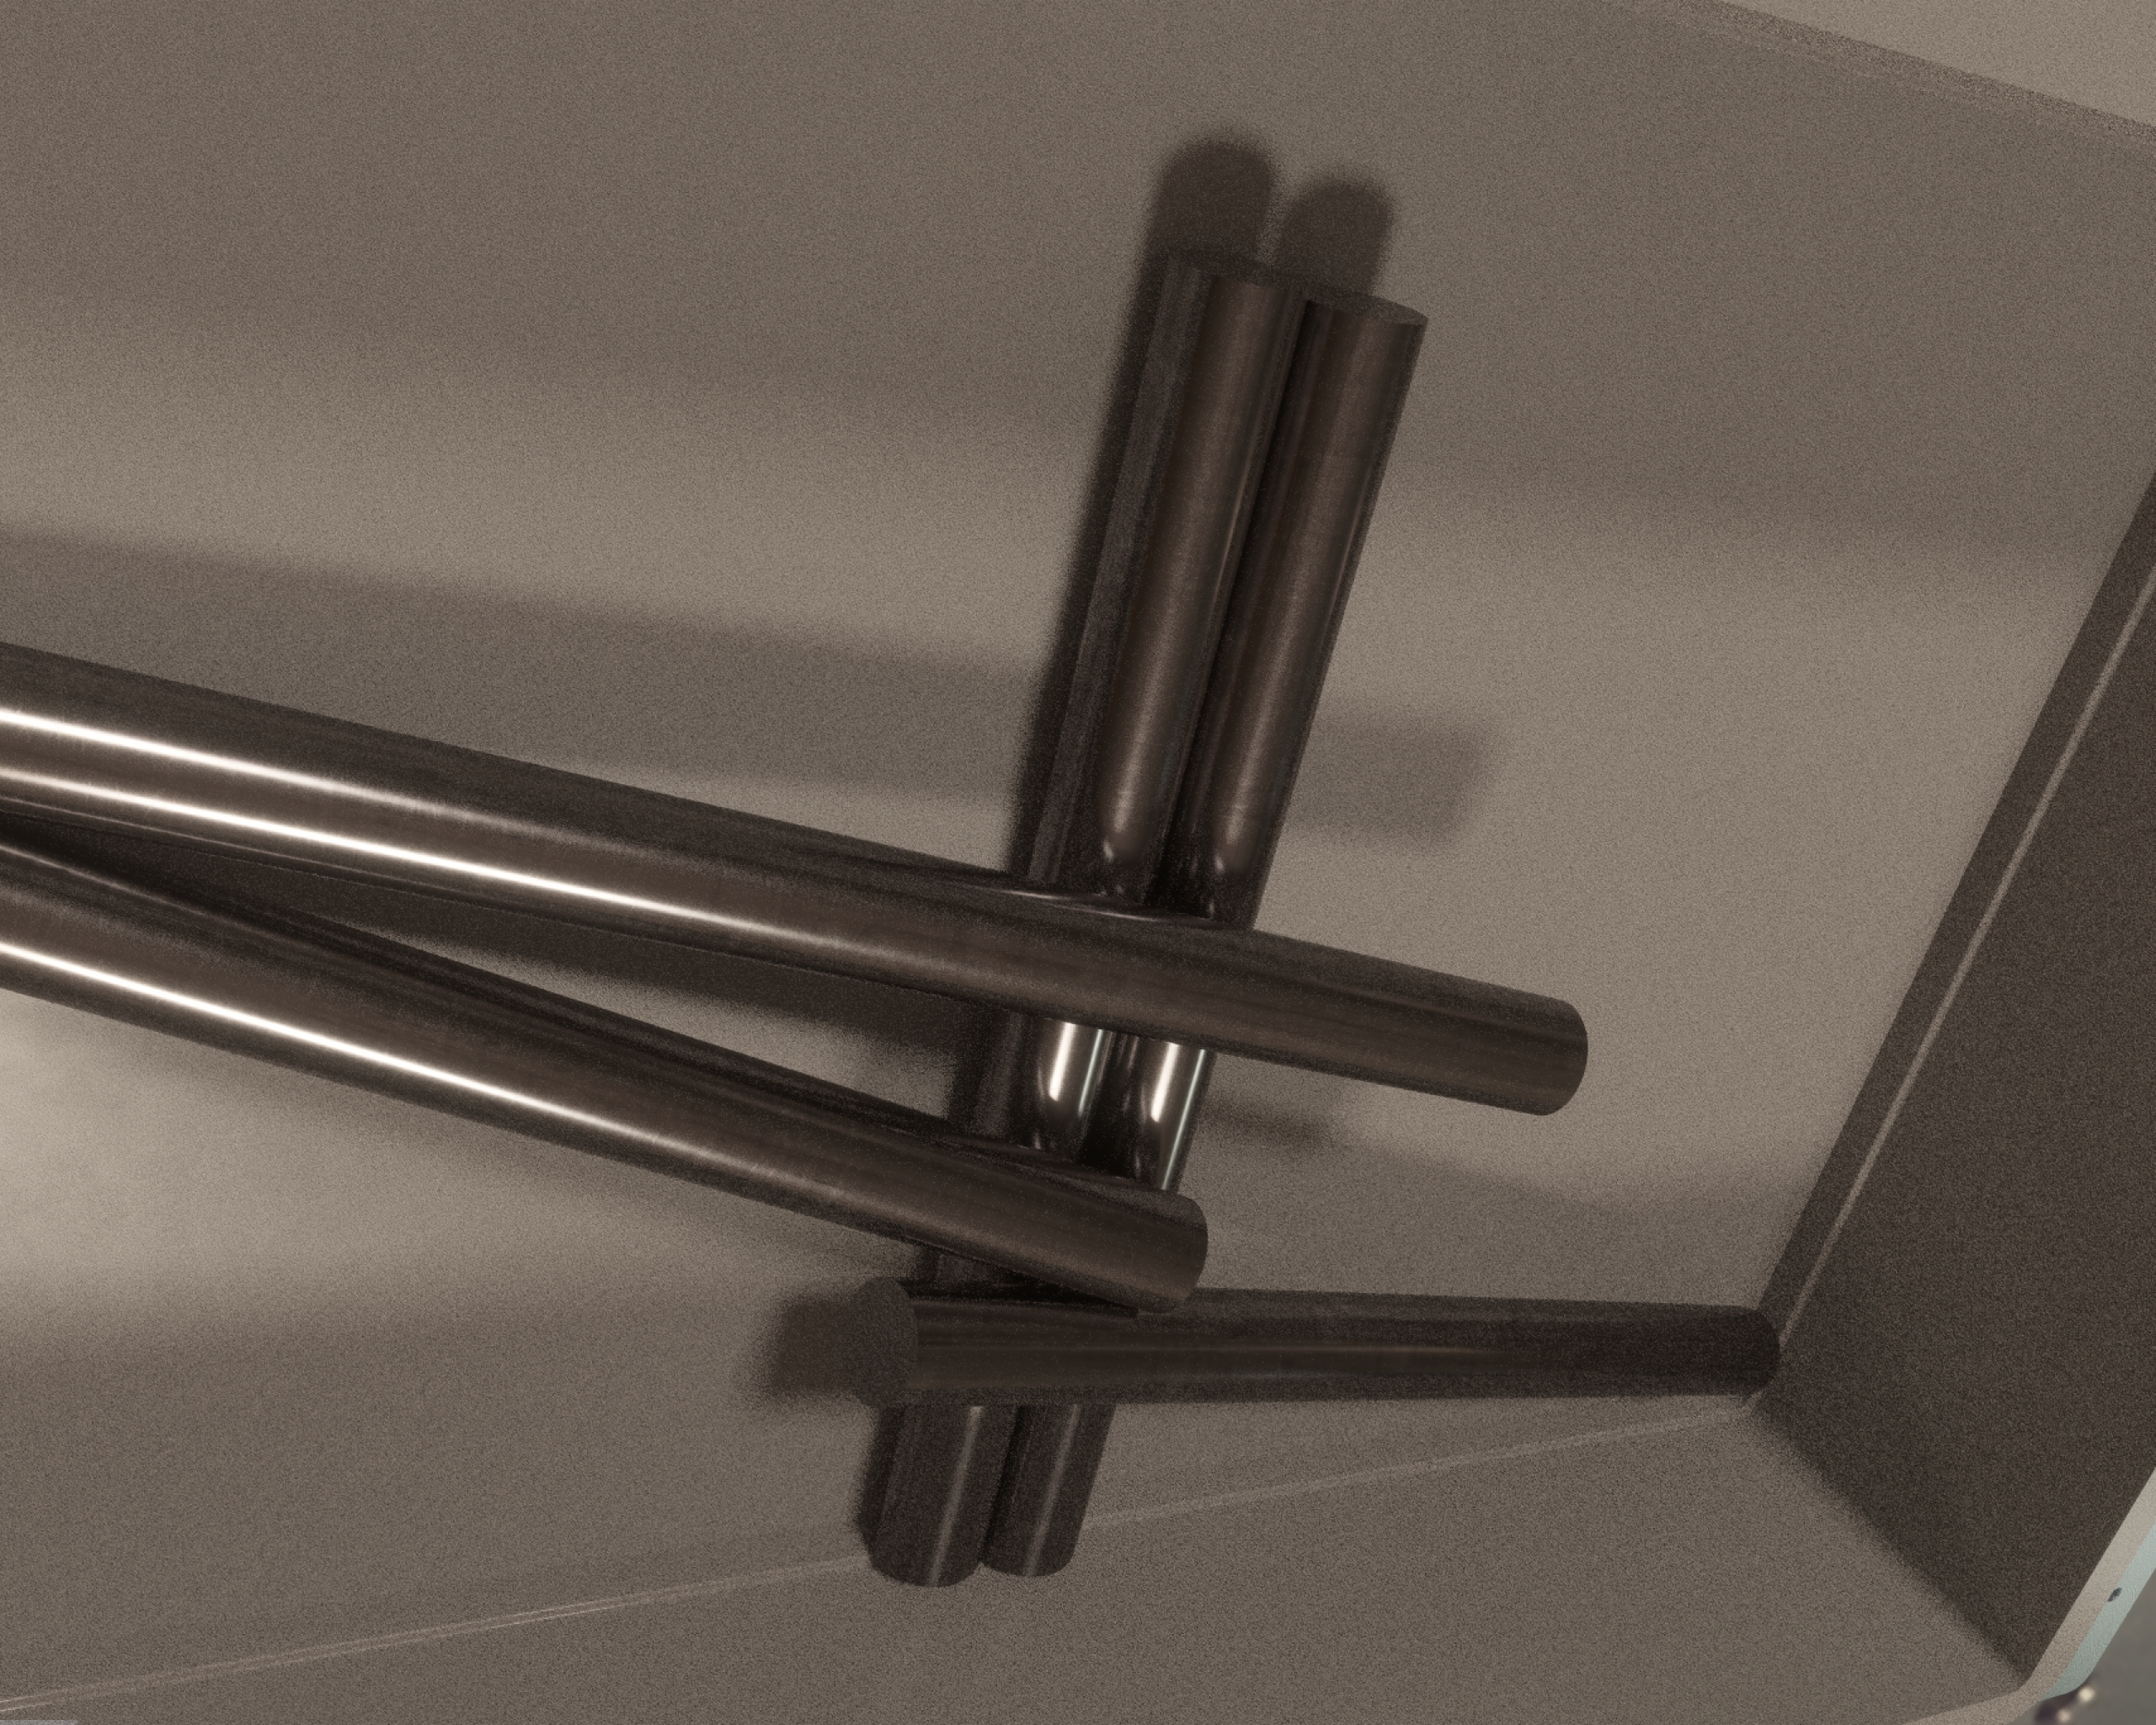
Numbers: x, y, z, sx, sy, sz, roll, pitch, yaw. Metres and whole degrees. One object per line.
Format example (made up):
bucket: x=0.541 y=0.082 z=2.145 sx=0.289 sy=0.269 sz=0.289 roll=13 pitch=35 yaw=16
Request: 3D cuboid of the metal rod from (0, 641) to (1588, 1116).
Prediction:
metal rod: x=-0.033 y=0.010 z=0.371 sx=0.302 sy=0.025 sz=0.025 roll=13 pitch=112 yaw=-27

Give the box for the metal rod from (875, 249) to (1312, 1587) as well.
metal rod: x=-0.004 y=0.029 z=0.422 sx=0.025 sy=0.025 sz=0.298 roll=-1 pitch=119 yaw=-28

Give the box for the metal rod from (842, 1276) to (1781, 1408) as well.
metal rod: x=0.076 y=0.116 z=0.500 sx=0.302 sy=0.025 sz=0.025 roll=12 pitch=113 yaw=-40

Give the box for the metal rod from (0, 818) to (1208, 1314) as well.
metal rod: x=-0.100 y=0.032 z=0.356 sx=0.302 sy=0.025 sz=0.025 roll=23 pitch=106 yaw=-31

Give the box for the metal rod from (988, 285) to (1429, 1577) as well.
metal rod: x=0.019 y=0.031 z=0.436 sx=0.025 sy=0.025 sz=0.298 roll=-1 pitch=119 yaw=-28
